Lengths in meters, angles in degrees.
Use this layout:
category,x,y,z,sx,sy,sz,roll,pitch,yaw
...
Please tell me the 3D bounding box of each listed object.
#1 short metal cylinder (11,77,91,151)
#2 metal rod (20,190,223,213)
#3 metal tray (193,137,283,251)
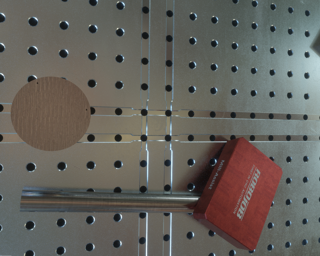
category,x,y,z,sx,sy,sz,roll,pitch,yaw
short metal cylinder,-0.123,-0.015,0.354,0.081,0.050,0.079,0,90,-20
metal rod,-0.017,0.098,0.406,0.302,0.025,0.025,6,88,-20
metal tray,0.112,0.089,0.433,0.090,0.030,0.130,38,64,-14
